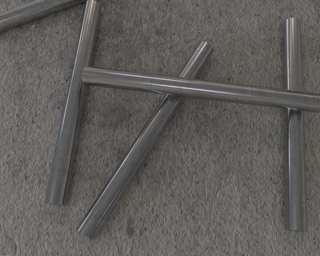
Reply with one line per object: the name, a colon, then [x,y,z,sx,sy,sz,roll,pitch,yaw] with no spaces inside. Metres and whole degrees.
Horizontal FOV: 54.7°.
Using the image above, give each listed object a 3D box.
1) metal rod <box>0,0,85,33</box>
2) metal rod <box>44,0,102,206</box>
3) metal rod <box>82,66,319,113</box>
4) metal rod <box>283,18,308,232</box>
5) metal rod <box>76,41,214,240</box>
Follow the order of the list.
metal rod: [-0.181,-0.184,0.473,0.302,0.025,0.025,-24,72,-9]
metal rod: [-0.114,-0.048,0.424,0.025,0.025,0.299,4,70,1]
metal rod: [0.052,-0.050,0.398,0.302,0.025,0.025,7,70,2]
metal rod: [0.179,-0.018,0.415,0.025,0.025,0.299,7,70,2]
metal rod: [-0.010,0.004,0.406,0.025,0.025,0.300,30,72,10]
